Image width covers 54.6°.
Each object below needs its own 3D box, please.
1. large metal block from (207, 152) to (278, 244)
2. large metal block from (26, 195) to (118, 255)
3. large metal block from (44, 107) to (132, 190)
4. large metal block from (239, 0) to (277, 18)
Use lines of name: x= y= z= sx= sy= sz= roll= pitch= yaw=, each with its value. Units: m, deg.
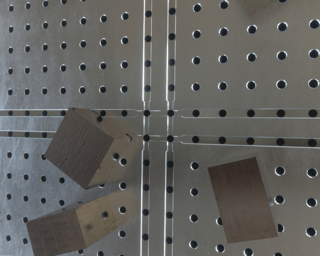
large metal block: x=0.096 y=0.073 z=0.350 sx=0.050 sy=0.080 sz=0.080 roll=-16 pitch=85 yaw=19
large metal block: x=-0.118 y=0.134 z=0.426 sx=0.080 sy=0.080 sz=0.050 roll=-19 pitch=84 yaw=19
large metal block: x=-0.101 y=0.027 z=0.436 sx=0.080 sy=0.050 sz=0.080 roll=34 pitch=101 yaw=17
large metal block: x=0.118 y=-0.191 z=0.358 sx=0.080 sy=0.050 sz=0.080 roll=-28 pitch=81 yaw=18
